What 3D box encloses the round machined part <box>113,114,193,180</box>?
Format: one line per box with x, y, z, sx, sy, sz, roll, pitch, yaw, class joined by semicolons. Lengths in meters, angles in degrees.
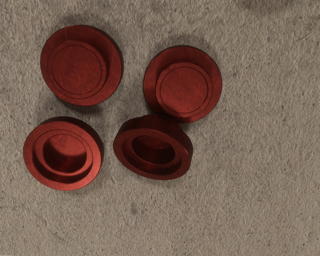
-0.006;0.020;0.394;0.098;0.042;0.097;10;137;10;round machined part

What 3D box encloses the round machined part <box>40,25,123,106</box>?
-0.095;-0.073;0.373;0.099;0.042;0.097;0;110;-1;round machined part

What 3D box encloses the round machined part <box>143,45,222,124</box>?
0.028;-0.051;0.383;0.099;0.042;0.097;0;110;-1;round machined part

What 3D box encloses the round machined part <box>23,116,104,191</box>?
-0.123;0.030;0.410;0.099;0.042;0.097;0;110;-1;round machined part
